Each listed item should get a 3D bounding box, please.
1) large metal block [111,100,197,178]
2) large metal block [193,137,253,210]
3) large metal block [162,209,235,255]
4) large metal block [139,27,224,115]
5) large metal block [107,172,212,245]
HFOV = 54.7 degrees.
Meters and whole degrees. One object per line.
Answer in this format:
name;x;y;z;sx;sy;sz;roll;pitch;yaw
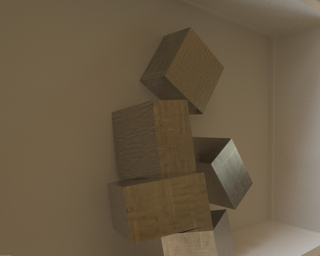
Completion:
large metal block;-0.009;0.014;0.359;0.050;0.080;0.080;-5;86;-40
large metal block;0.069;0.060;0.432;0.050;0.080;0.080;-45;117;-31
large metal block;0.045;0.135;0.316;0.080;0.050;0.080;2;78;-69
large metal block;0.032;-0.073;0.419;0.080;0.050;0.080;40;66;-33
large metal block;-0.005;0.077;0.321;0.081;0.080;0.050;-7;85;-21
